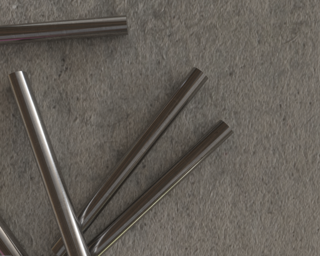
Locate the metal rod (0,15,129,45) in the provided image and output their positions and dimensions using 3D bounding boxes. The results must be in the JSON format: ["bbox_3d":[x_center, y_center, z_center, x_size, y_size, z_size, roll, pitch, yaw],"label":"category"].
[{"bbox_3d":[-0.193,-0.123,0.407,0.302,0.025,0.025,-5,90,-1],"label":"metal rod"}]

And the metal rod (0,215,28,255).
[{"bbox_3d":[-0.213,0.136,0.407,0.025,0.025,0.299,-35,90,0],"label":"metal rod"}]

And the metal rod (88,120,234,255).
[{"bbox_3d":[-0.021,0.100,0.409,0.300,0.025,0.025,-43,91,-1],"label":"metal rod"}]

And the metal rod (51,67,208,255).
[{"bbox_3d":[-0.040,0.044,0.409,0.025,0.025,0.300,39,90,-1],"label":"metal rod"}]

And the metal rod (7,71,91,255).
[{"bbox_3d":[-0.133,0.069,0.390,0.025,0.025,0.299,-22,83,0],"label":"metal rod"}]
